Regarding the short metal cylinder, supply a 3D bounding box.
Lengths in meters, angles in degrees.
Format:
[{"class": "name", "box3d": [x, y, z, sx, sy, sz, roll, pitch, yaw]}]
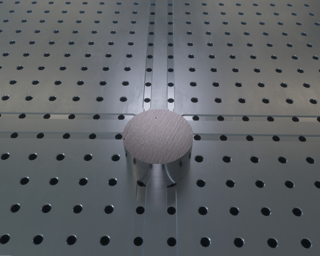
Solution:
[{"class": "short metal cylinder", "box3d": [-0.002, 0.023, 0.372, 0.080, 0.050, 0.080, 0, 50, 0]}]
